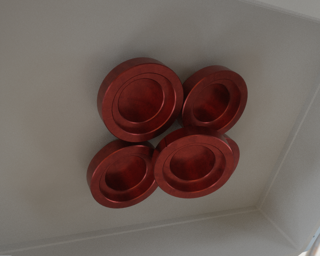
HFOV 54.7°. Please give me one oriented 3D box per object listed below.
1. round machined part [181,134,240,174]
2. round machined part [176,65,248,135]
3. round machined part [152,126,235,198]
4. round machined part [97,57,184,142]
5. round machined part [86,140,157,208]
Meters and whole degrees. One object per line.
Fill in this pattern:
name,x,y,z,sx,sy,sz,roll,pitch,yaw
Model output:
round machined part,0.066,0.046,0.462,0.099,0.042,0.097,-14,125,-21
round machined part,0.063,-0.036,0.409,0.099,0.042,0.097,-14,125,-21
round machined part,0.039,0.038,0.387,0.099,0.042,0.097,-3,122,-5
round machined part,-0.025,-0.035,0.361,0.099,0.042,0.097,-14,125,-21
round machined part,-0.047,0.054,0.404,0.099,0.042,0.097,-14,125,-21
